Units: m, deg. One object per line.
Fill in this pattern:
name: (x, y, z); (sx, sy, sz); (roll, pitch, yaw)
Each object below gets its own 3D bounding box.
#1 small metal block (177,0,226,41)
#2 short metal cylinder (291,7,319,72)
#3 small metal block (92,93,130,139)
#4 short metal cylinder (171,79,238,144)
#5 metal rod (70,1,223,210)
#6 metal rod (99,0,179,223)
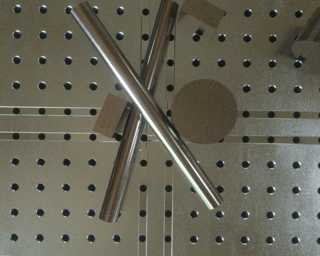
small metal block: (0.052, -0.143, 0.401); (0.050, 0.050, 0.025); (29, 90, 0)
short metal cylinder: (0.216, -0.107, 0.387); (0.080, 0.080, 0.050); (32, 90, 0)
small metal block: (-0.060, -0.015, 0.400); (0.025, 0.050, 0.050); (23, 90, 0)
short metal cylinder: (0.054, -0.020, 0.401); (0.081, 0.050, 0.080); (0, 90, 0)
metal rod: (-0.011, -0.021, 0.389); (0.025, 0.025, 0.299); (-35, 100, 0)
metal rod: (-0.028, -0.022, 0.412); (0.025, 0.025, 0.298); (16, 90, 0)
